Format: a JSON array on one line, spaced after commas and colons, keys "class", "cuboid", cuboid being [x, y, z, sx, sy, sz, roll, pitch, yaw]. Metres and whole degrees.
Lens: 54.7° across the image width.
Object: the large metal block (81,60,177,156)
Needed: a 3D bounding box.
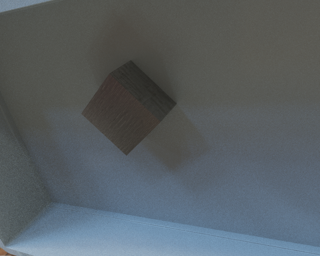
[{"class": "large metal block", "cuboid": [-0.040, -0.025, 0.397, 0.080, 0.050, 0.080, 44, 129, -3]}]
